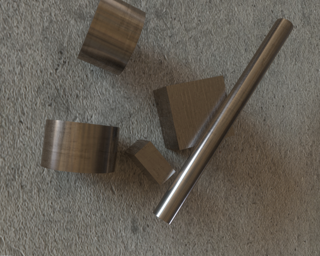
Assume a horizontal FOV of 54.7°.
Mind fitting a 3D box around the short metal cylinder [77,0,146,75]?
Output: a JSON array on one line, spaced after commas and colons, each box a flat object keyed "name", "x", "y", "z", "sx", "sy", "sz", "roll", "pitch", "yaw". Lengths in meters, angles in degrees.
[{"name": "short metal cylinder", "x": -0.057, "y": -0.108, "z": 0.359, "sx": 0.050, "sy": 0.080, "sz": 0.080, "roll": 21, "pitch": 83, "yaw": -19}]

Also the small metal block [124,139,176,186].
[{"name": "small metal block", "x": -0.014, "y": 0.042, "z": 0.391, "sx": 0.025, "sy": 0.050, "sz": 0.050, "roll": -42, "pitch": 104, "yaw": -15}]

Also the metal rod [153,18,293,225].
[{"name": "metal rod", "x": 0.085, "y": -0.017, "z": 0.386, "sx": 0.025, "sy": 0.025, "sz": 0.300, "roll": 38, "pitch": 78, "yaw": -16}]

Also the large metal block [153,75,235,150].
[{"name": "large metal block", "x": 0.044, "y": -0.021, "z": 0.412, "sx": 0.081, "sy": 0.050, "sz": 0.080, "roll": -14, "pitch": 95, "yaw": -20}]

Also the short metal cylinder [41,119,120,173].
[{"name": "short metal cylinder", "x": -0.088, "y": 0.020, "z": 0.347, "sx": 0.081, "sy": 0.080, "sz": 0.050, "roll": 7, "pitch": 88, "yaw": -20}]
